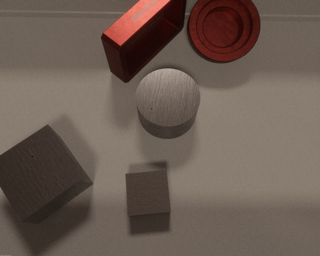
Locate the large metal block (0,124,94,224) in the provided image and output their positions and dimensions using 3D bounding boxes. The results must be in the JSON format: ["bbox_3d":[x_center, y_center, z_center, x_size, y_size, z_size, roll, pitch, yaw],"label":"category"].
[{"bbox_3d":[-0.141,0.056,0.374,0.080,0.050,0.080,-36,74,-12],"label":"large metal block"}]

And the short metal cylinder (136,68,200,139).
[{"bbox_3d":[0.010,-0.031,0.408,0.081,0.050,0.080,0,70,0],"label":"short metal cylinder"}]

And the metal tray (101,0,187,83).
[{"bbox_3d":[-0.017,-0.132,0.423,0.030,0.090,0.130,39,74,13],"label":"metal tray"}]

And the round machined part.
[{"bbox_3d":[0.087,-0.141,0.441,0.099,0.042,0.097,0,95,-1],"label":"round machined part"}]

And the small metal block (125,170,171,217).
[{"bbox_3d":[-0.015,0.081,0.380,0.050,0.025,0.050,-5,70,-2],"label":"small metal block"}]
